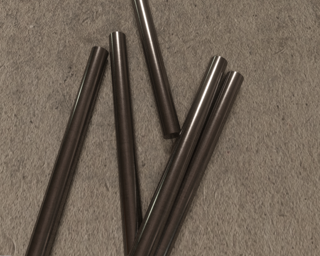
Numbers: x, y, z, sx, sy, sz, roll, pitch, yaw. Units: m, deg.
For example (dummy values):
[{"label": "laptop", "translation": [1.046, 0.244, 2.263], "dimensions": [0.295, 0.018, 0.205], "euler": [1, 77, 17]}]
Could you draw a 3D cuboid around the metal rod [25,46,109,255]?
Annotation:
[{"label": "metal rod", "translation": [-0.115, 0.027, 0.396], "dimensions": [0.025, 0.025, 0.299], "euler": [11, 70, 3]}]

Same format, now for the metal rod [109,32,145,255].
[{"label": "metal rod", "translation": [-0.046, 0.005, 0.405], "dimensions": [0.025, 0.025, 0.299], "euler": [-6, 70, -3]}]

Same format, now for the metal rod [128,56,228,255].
[{"label": "metal rod", "translation": [0.028, 0.030, 0.383], "dimensions": [0.025, 0.025, 0.300], "euler": [21, 66, 7]}]

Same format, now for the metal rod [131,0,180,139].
[{"label": "metal rod", "translation": [-0.015, -0.127, 0.454], "dimensions": [0.025, 0.025, 0.299], "euler": [-11, 70, -5]}]

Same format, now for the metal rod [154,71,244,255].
[{"label": "metal rod", "translation": [0.043, 0.055, 0.388], "dimensions": [0.025, 0.025, 0.300], "euler": [24, 71, 8]}]
